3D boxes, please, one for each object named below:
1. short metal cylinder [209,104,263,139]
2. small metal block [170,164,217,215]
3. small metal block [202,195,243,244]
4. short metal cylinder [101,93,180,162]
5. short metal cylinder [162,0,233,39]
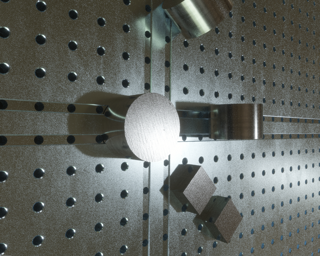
[{"bbox_3d":[0.114,-0.010,0.469,0.081,0.080,0.050,-2,92,-40],"label":"short metal cylinder"},{"bbox_3d":[0.050,0.089,0.452,0.050,0.025,0.050,-50,120,-28],"label":"small metal block"},{"bbox_3d":[0.100,0.145,0.493,0.050,0.025,0.050,-48,119,-29],"label":"small metal block"},{"bbox_3d":[-0.023,-0.001,0.374,0.081,0.050,0.079,0,90,-40],"label":"short metal cylinder"},{"bbox_3d":[0.050,-0.166,0.415,0.050,0.080,0.080,46,62,-30],"label":"short metal cylinder"}]
